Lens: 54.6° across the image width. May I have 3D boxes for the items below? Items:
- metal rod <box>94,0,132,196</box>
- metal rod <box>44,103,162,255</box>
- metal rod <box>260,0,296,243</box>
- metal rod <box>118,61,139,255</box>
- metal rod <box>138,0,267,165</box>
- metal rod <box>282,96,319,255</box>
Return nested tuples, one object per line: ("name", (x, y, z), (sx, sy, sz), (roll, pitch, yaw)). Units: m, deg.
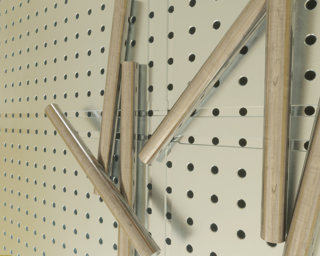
("metal rod", (-0.072, -0.045, 0.470), (0.025, 0.025, 0.298), (13, 98, 39))
("metal rod", (-0.097, 0.063, 0.456), (0.300, 0.025, 0.025), (47, 118, 30))
("metal rod", (0.113, -0.037, 0.297), (0.025, 0.025, 0.298), (5, 99, 40))
("metal rod", (-0.046, 0.056, 0.448), (0.025, 0.025, 0.298), (2, 92, 40))
("metal rod", (0.060, -0.067, 0.360), (0.025, 0.025, 0.298), (51, 120, 28))
("metal rod", (0.145, 0.048, 0.289), (0.025, 0.025, 0.298), (16, 100, 39))
